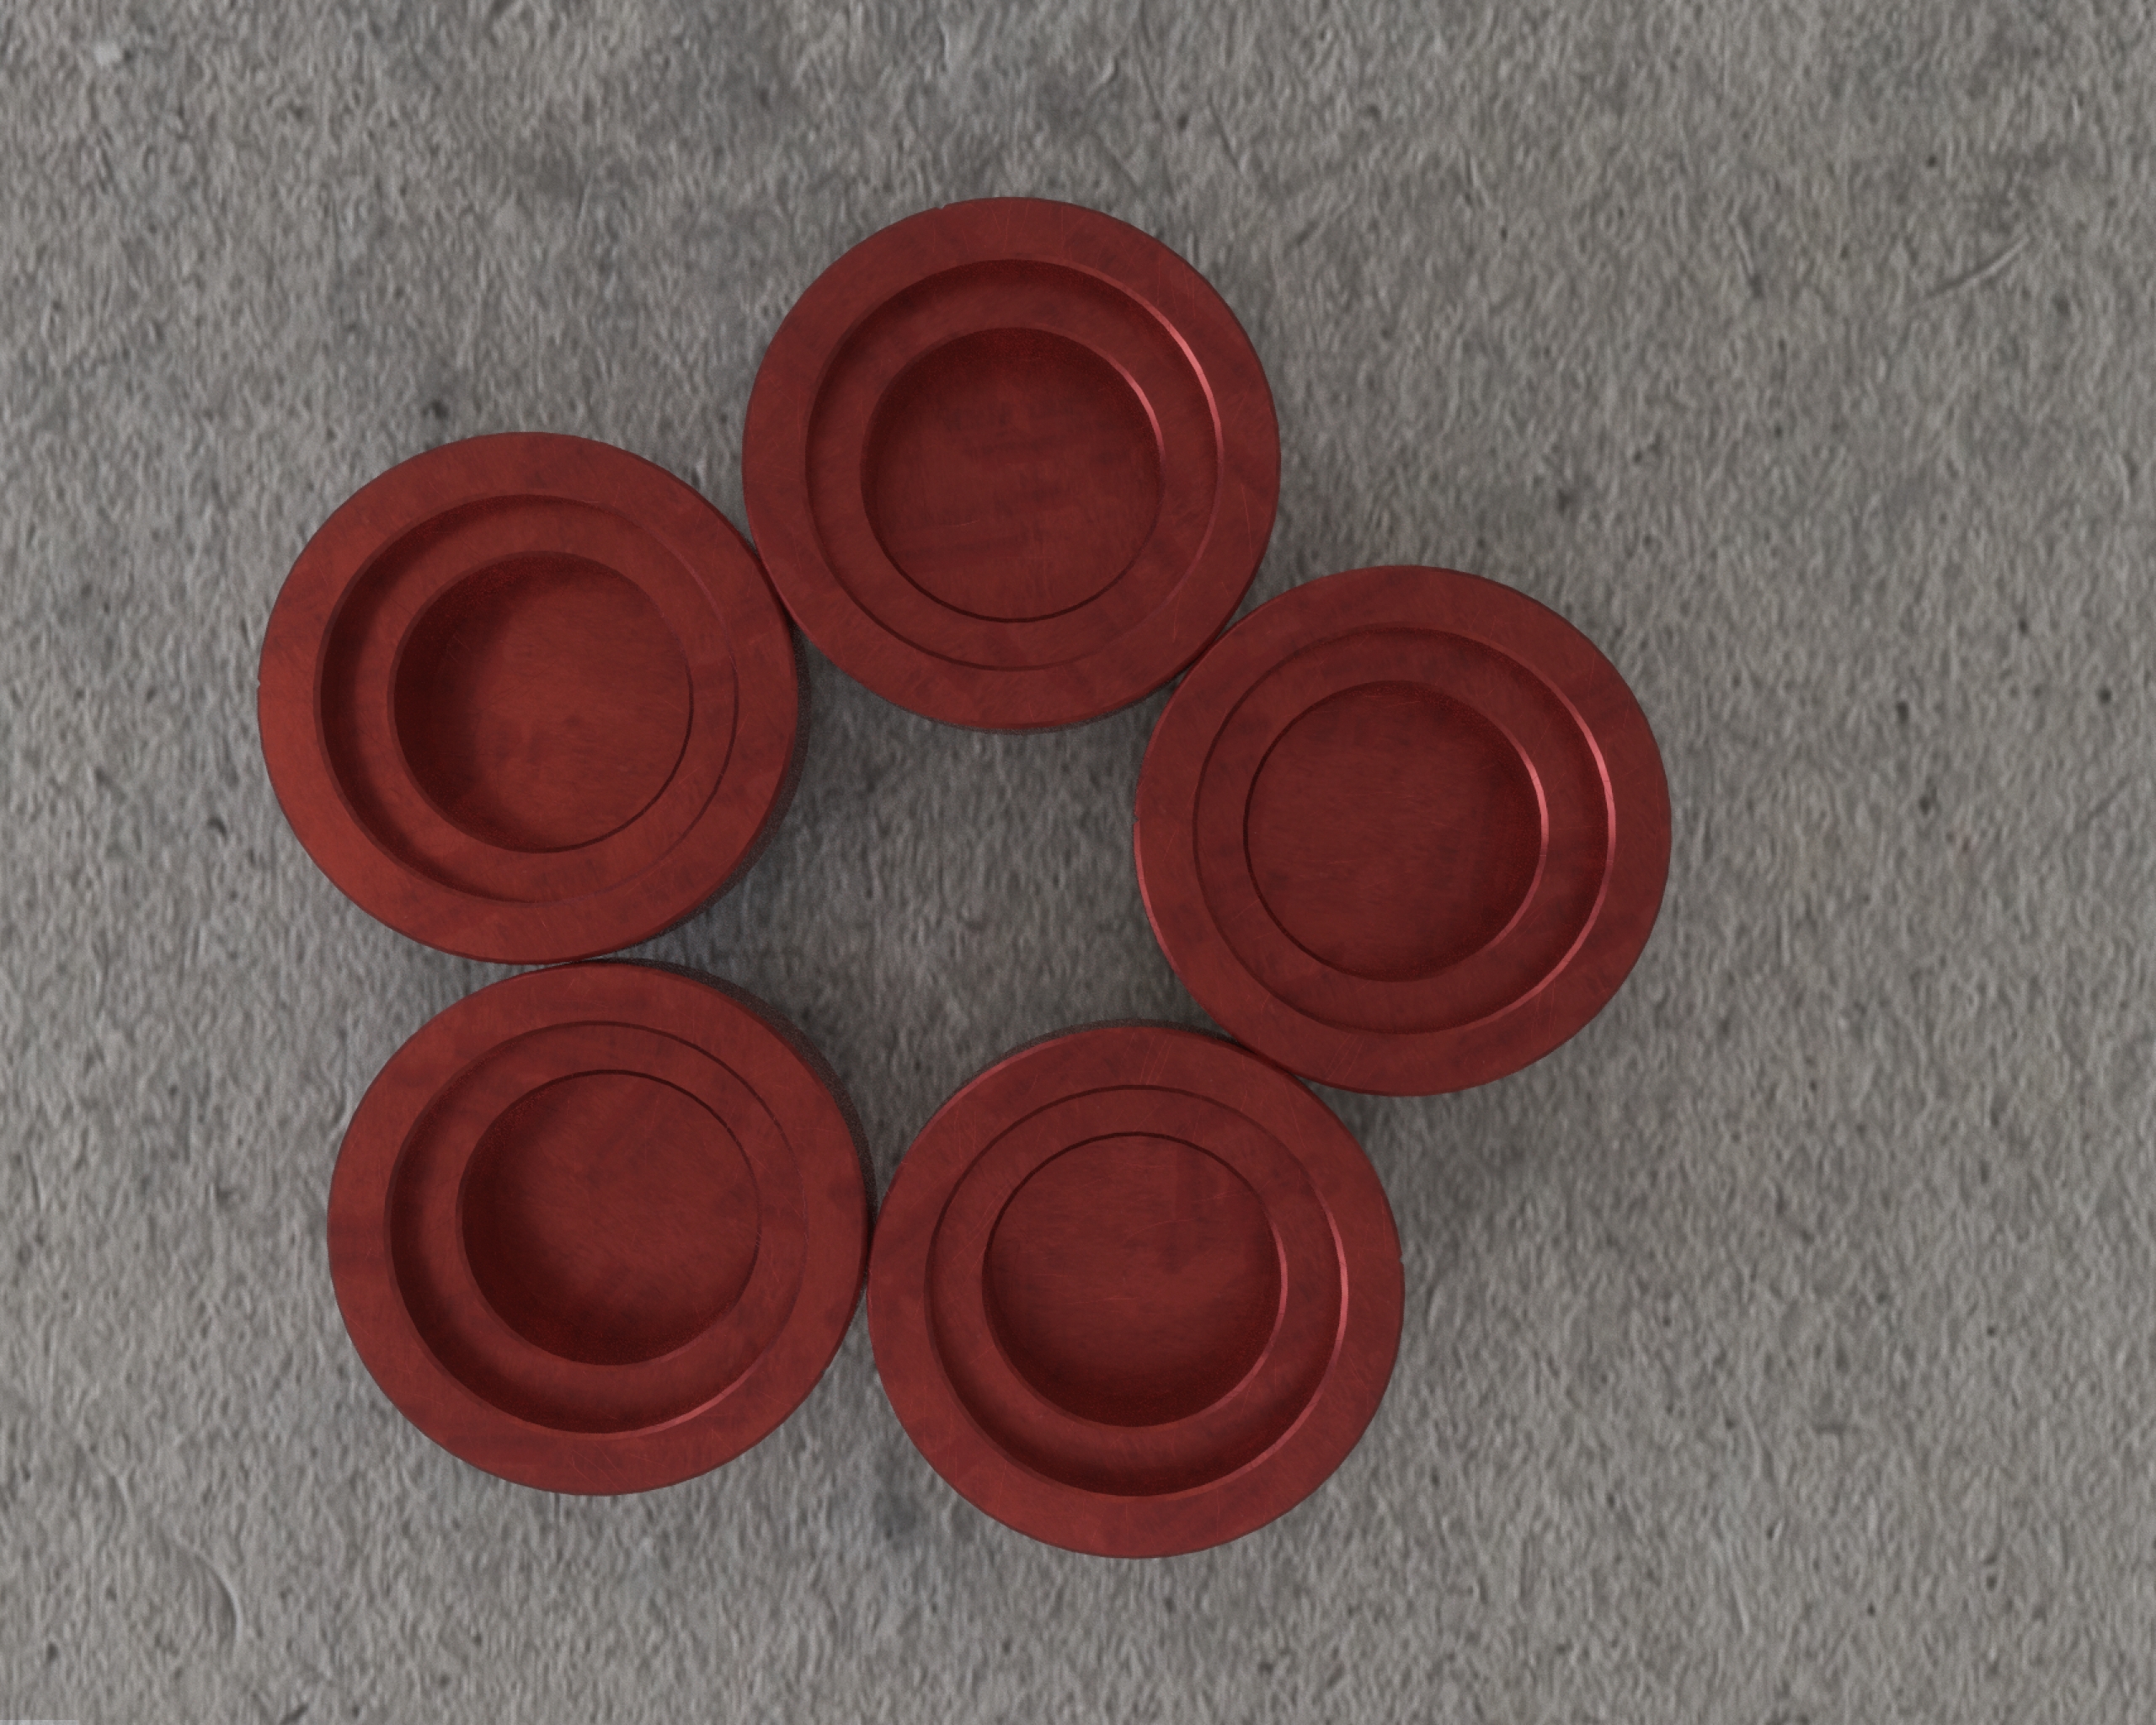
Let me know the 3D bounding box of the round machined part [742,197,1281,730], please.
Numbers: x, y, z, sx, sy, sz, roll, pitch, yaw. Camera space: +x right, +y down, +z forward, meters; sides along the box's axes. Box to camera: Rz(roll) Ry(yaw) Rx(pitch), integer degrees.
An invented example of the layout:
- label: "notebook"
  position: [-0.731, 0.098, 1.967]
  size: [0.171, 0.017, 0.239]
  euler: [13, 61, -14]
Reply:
- label: "round machined part"
  position: [-0.012, -0.073, 0.401]
  size: [0.099, 0.042, 0.097]
  euler: [0, 90, -1]

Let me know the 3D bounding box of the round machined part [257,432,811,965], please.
- label: "round machined part"
  position: [-0.100, -0.030, 0.401]
  size: [0.099, 0.042, 0.097]
  euler: [0, 90, 0]

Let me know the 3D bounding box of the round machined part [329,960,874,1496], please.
- label: "round machined part"
  position: [-0.087, 0.067, 0.401]
  size: [0.099, 0.042, 0.097]
  euler: [0, 90, 0]

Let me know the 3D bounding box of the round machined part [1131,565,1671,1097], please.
- label: "round machined part"
  position: [0.059, -0.006, 0.402]
  size: [0.099, 0.042, 0.097]
  euler: [0, 90, 0]

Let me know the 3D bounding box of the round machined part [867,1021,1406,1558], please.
- label: "round machined part"
  position: [0.011, 0.079, 0.401]
  size: [0.099, 0.042, 0.097]
  euler: [0, 90, 0]
